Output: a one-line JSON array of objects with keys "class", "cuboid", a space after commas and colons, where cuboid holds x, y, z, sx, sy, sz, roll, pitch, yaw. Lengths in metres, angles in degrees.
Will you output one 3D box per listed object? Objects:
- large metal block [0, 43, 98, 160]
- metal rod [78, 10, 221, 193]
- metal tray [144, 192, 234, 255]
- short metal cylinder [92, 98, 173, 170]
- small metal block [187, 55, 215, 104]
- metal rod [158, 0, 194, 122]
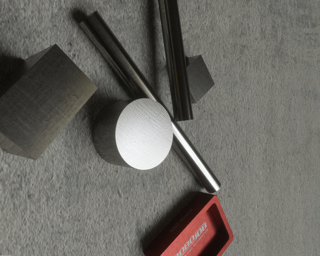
[{"class": "large metal block", "cuboid": [-0.115, -0.022, 0.273, 0.050, 0.080, 0.080, 49, 61, -29]}, {"class": "metal rod", "cuboid": [0.001, -0.016, 0.407, 0.025, 0.025, 0.300, -53, 121, -27]}, {"class": "metal tray", "cuboid": [0.047, 0.166, 0.443, 0.131, 0.030, 0.090, -37, 113, -34]}, {"class": "short metal cylinder", "cuboid": [-0.031, 0.006, 0.364, 0.081, 0.050, 0.079, 0, 90, -40]}, {"class": "small metal block", "cuboid": [0.047, -0.070, 0.446, 0.050, 0.025, 0.050, -45, 118, -31]}, {"class": "metal rod", "cuboid": [0.011, -0.157, 0.400, 0.025, 0.025, 0.298, -9, 91, -40]}]
